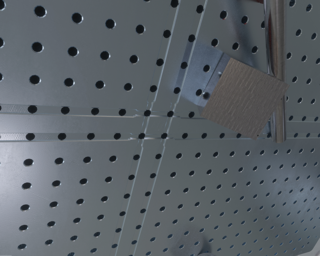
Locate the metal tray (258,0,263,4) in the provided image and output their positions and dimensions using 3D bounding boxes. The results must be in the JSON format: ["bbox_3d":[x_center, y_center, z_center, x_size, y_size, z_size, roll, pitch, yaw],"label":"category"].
[{"bbox_3d":[0.146,-0.219,0.351,0.090,0.030,0.130,31,101,-38],"label":"metal tray"}]

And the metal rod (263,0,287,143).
[{"bbox_3d":[0.161,-0.079,0.426,0.025,0.025,0.299,-32,136,-7],"label":"metal rod"}]

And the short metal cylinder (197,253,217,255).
[{"bbox_3d":[0.099,0.297,0.613,0.080,0.080,0.050,-37,129,-4],"label":"short metal cylinder"}]

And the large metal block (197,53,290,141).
[{"bbox_3d":[0.104,-0.042,0.404,0.080,0.050,0.080,23,109,-7],"label":"large metal block"}]
